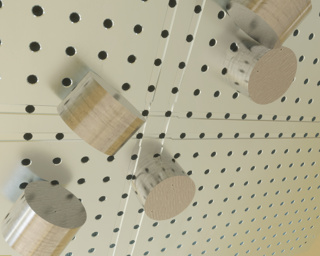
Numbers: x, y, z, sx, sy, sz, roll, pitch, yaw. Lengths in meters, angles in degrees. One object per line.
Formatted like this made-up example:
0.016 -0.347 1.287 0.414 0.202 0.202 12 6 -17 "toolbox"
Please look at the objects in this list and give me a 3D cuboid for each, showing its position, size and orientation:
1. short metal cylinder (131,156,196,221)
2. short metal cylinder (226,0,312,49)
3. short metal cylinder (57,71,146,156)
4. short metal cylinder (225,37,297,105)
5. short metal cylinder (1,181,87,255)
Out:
0.005 0.087 0.454 0.081 0.050 0.079 -14 124 -21 "short metal cylinder"
0.125 -0.138 0.360 0.080 0.080 0.050 34 99 -39 "short metal cylinder"
-0.061 -0.016 0.333 0.050 0.080 0.080 -47 130 5 "short metal cylinder"
0.137 -0.079 0.424 0.081 0.050 0.079 -14 125 -21 "short metal cylinder"
-0.136 0.108 0.369 0.080 0.080 0.050 29 102 -38 "short metal cylinder"
